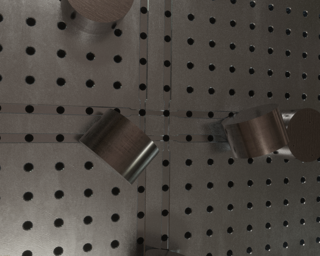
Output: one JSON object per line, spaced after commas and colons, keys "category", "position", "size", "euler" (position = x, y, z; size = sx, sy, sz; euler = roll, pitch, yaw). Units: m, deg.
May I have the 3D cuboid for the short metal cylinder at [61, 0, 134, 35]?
{"category": "short metal cylinder", "position": [-0.076, -0.159, 0.372], "size": [0.081, 0.050, 0.079], "euler": [0, 90, -21]}

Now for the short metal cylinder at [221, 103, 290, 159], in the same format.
{"category": "short metal cylinder", "position": [0.133, 0.003, 0.434], "size": [0.081, 0.080, 0.050], "euler": [-24, 98, -19]}

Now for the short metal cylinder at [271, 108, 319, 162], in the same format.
{"category": "short metal cylinder", "position": [0.210, 0.010, 0.479], "size": [0.081, 0.050, 0.079], "euler": [0, 90, -21]}

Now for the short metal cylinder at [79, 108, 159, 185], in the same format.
{"category": "short metal cylinder", "position": [-0.048, 0.022, 0.367], "size": [0.080, 0.080, 0.050], "euler": [44, 76, -15]}

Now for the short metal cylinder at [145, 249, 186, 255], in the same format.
{"category": "short metal cylinder", "position": [0.014, 0.193, 0.390], "size": [0.081, 0.080, 0.050], "euler": [17, 84, -20]}
